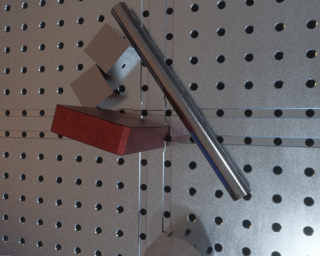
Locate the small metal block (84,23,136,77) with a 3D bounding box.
[{"bbox_3d":[-0.070,-0.109,0.436,0.050,0.025,0.050,46,104,14],"label":"small metal block"}]

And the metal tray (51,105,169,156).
[{"bbox_3d":[-0.053,0.001,0.374,0.090,0.130,0.030,17,96,19],"label":"metal tray"}]

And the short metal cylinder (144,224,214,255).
[{"bbox_3d":[0.024,0.169,0.390,0.080,0.050,0.079,0,90,19],"label":"short metal cylinder"}]

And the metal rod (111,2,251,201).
[{"bbox_3d":[0.022,-0.042,0.404,0.025,0.025,0.299,-35,79,16],"label":"metal rod"}]

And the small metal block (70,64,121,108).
[{"bbox_3d":[-0.092,-0.055,0.444,0.050,0.025,0.050,-34,79,16],"label":"small metal block"}]
